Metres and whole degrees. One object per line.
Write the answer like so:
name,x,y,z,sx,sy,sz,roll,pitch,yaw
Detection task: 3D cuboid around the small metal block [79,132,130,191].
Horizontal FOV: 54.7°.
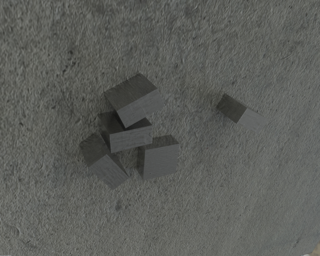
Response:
small metal block,-0.069,0.040,0.378,0.025,0.050,0.050,-38,129,-3

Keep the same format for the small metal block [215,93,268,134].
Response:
small metal block,0.116,-0.021,0.441,0.050,0.050,0.025,21,107,-36

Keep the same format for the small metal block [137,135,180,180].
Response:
small metal block,-0.003,0.040,0.430,0.050,0.025,0.050,-9,123,-24

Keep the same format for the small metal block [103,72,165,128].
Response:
small metal block,-0.030,-0.033,0.353,0.050,0.050,0.025,-30,129,-9

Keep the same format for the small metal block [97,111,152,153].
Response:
small metal block,-0.042,0.001,0.368,0.050,0.050,0.025,-13,124,-22
